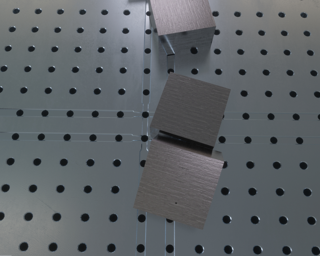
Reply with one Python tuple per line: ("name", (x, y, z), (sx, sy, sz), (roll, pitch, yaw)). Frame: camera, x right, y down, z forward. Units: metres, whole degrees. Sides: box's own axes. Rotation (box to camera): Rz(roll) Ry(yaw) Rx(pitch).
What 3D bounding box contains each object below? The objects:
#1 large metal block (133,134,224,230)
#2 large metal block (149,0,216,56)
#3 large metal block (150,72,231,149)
("large metal block", (0.022, 0.059, 0.360), (0.080, 0.050, 0.080), (16, 99, 6))
("large metal block", (0.030, -0.160, 0.457), (0.080, 0.050, 0.080), (-11, 70, -4))
("large metal block", (0.039, -0.017, 0.405), (0.080, 0.050, 0.080), (18, 71, 6))
